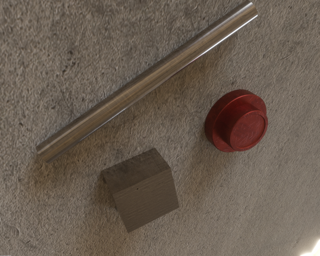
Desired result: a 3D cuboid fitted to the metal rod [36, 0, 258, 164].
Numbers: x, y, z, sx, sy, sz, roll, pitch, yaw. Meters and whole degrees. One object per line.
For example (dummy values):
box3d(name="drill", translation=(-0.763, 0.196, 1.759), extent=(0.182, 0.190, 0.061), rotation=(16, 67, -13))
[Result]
box3d(name="metal rod", translation=(-0.011, -0.057, 0.365), extent=(0.301, 0.025, 0.025), rotation=(-36, 129, -5))

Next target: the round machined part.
box3d(name="round machined part", translation=(0.119, -0.004, 0.459), extent=(0.099, 0.042, 0.097), rotation=(-14, 124, -21))

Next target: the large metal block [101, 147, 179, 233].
box3d(name="large metal block", translation=(-0.025, 0.086, 0.430), extent=(0.081, 0.050, 0.080), rotation=(-23, 127, -15))
